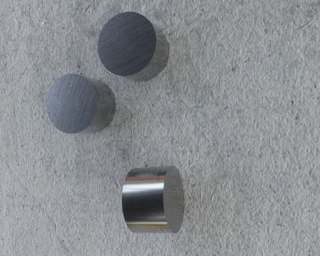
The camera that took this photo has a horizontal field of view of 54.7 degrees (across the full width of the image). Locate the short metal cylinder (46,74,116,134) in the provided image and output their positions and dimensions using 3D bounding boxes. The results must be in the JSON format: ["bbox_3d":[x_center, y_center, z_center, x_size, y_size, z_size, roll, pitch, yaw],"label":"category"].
[{"bbox_3d":[-0.110,-0.032,0.434,0.080,0.050,0.080,0,90,20],"label":"short metal cylinder"}]

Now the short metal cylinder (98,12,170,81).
[{"bbox_3d":[-0.034,-0.104,0.408,0.080,0.050,0.080,0,90,20],"label":"short metal cylinder"}]

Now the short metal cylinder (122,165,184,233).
[{"bbox_3d":[-0.006,0.088,0.382,0.050,0.080,0.080,-7,88,20],"label":"short metal cylinder"}]
